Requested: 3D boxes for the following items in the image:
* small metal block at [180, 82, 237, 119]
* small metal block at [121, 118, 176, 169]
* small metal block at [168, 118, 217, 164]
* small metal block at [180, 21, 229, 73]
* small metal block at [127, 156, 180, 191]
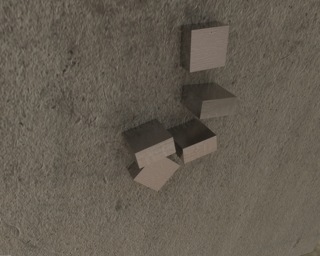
[{"bbox_3d":[0.062,-0.037,0.402,0.050,0.050,0.025,-9,122,-24],"label":"small metal block"},{"bbox_3d":[-0.015,0.018,0.394,0.050,0.050,0.025,-23,127,-15],"label":"small metal block"},{"bbox_3d":[0.042,0.016,0.424,0.050,0.050,0.025,-21,126,-16],"label":"small metal block"},{"bbox_3d":[0.053,-0.099,0.374,0.050,0.025,0.050,-14,124,-21],"label":"small metal block"},{"bbox_3d":[-0.009,0.056,0.436,0.050,0.025,0.050,34,99,-39],"label":"small metal block"}]
